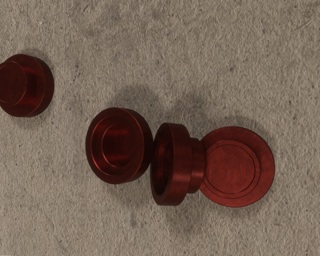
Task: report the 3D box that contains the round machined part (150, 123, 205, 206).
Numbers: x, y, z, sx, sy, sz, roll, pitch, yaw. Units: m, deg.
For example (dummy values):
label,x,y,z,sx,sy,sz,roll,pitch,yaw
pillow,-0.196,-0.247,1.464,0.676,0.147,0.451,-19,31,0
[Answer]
label,x,y,z,sx,sy,sz,roll,pitch,yaw
round machined part,0.021,0.044,0.372,0.042,0.098,0.097,6,93,-16

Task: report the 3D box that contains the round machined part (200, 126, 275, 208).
label,x,y,z,sx,sy,sz,roll,pitch,yaw
round machined part,0.085,0.047,0.370,0.098,0.042,0.097,0,90,19

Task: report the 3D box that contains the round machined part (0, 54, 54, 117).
label,x,y,z,sx,sy,sz,roll,pitch,yaw
round machined part,-0.217,-0.065,0.474,0.098,0.042,0.097,0,90,19

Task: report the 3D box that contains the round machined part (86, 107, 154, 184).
label,x,y,z,sx,sy,sz,roll,pitch,yaw
round machined part,-0.048,0.023,0.408,0.098,0.042,0.097,-1,88,33
